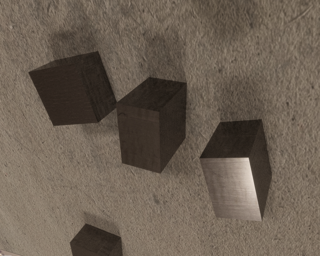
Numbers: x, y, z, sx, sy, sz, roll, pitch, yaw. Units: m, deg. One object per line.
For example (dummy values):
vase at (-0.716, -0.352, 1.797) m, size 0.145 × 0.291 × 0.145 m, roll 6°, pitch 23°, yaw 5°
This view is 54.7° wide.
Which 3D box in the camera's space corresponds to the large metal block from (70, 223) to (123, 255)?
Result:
large metal block at (-0.121, 0.244, 0.603) m, size 0.080 × 0.050 × 0.079 m, roll 14°, pitch 124°, yaw 20°

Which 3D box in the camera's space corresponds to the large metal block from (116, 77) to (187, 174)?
large metal block at (-0.006, -0.006, 0.370) m, size 0.050 × 0.080 × 0.079 m, roll 12°, pitch 124°, yaw 21°

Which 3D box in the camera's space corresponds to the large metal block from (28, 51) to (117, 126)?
large metal block at (-0.115, -0.051, 0.417) m, size 0.080 × 0.050 × 0.080 m, roll -3°, pitch 117°, yaw 29°

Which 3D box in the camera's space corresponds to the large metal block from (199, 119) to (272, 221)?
large metal block at (0.090, 0.045, 0.351) m, size 0.050 × 0.080 × 0.080 m, roll -4°, pitch 117°, yaw 30°
